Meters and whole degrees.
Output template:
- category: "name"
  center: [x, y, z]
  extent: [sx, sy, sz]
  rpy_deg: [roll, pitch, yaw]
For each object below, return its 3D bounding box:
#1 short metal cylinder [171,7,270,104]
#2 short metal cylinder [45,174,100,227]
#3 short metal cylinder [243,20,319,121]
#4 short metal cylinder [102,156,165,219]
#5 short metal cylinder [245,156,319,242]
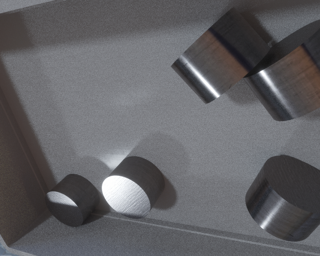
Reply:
- category: "short metal cylinder"
  center: [0.057, -0.069, 0.300]
  extent: [0.050, 0.080, 0.080]
  rpy_deg: [47, 129, -5]
- category: "short metal cylinder"
  center: [-0.156, 0.129, 0.555]
  extent: [0.080, 0.050, 0.079]
  rpy_deg: [13, 124, 21]
- category: "short metal cylinder"
  center: [0.122, -0.051, 0.277]
  extent: [0.080, 0.080, 0.050]
  rpy_deg: [-33, 100, 38]
- category: "short metal cylinder"
  center: [-0.040, 0.090, 0.469]
  extent: [0.080, 0.050, 0.079]
  rpy_deg: [13, 124, 21]
- category: "short metal cylinder"
  center: [0.143, 0.077, 0.345]
  extent: [0.080, 0.080, 0.050]
  rpy_deg: [26, 128, 12]
